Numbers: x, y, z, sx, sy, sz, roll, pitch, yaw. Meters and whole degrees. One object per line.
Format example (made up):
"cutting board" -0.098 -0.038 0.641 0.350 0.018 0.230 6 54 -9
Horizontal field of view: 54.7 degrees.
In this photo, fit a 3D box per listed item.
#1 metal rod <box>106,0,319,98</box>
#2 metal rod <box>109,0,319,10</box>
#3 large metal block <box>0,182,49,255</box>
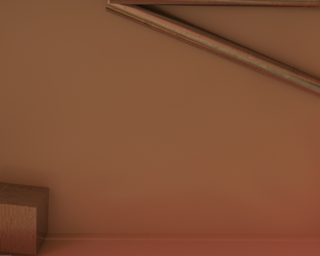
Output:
"metal rod" 0.083 -0.096 0.377 0.302 0.025 0.025 20 109 -8
"metal rod" 0.097 -0.148 0.345 0.302 0.025 0.025 0 110 -6
"large metal block" -0.208 0.128 0.442 0.081 0.050 0.079 8 110 -3
